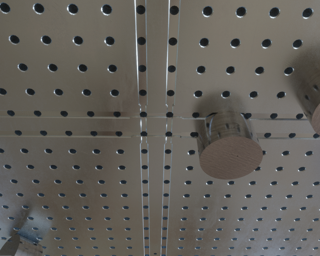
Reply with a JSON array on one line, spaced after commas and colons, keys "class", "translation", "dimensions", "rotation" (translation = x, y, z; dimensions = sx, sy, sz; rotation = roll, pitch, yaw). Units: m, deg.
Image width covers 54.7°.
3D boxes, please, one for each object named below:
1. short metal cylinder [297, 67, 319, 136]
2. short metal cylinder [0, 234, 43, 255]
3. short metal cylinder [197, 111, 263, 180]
[{"class": "short metal cylinder", "translation": [0.214, -0.033, 0.370], "dimensions": [0.081, 0.050, 0.079], "rotation": [0, 130, 0]}, {"class": "short metal cylinder", "translation": [-0.270, 0.250, 0.586], "dimensions": [0.080, 0.080, 0.050], "rotation": [-33, 123, 25]}, {"class": "short metal cylinder", "translation": [0.091, 0.024, 0.417], "dimensions": [0.081, 0.050, 0.079], "rotation": [0, 130, 0]}]
